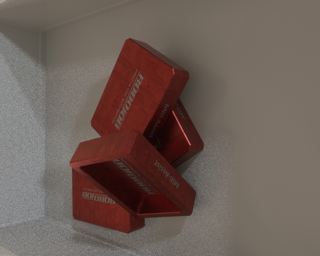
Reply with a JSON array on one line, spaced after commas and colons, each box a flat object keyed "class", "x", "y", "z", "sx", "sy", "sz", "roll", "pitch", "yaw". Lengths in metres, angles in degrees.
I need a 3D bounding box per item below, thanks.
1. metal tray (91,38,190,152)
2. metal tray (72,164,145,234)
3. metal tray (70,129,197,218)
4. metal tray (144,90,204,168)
[{"class": "metal tray", "x": -0.030, "y": -0.033, "z": 0.387, "sx": 0.090, "sy": 0.030, "sz": 0.129, "roll": 41, "pitch": 115, "yaw": 32}, {"class": "metal tray", "x": -0.082, "y": 0.100, "z": 0.468, "sx": 0.130, "sy": 0.030, "sz": 0.089, "roll": -2, "pitch": 89, "yaw": 39}, {"class": "metal tray", "x": -0.028, "y": 0.060, "z": 0.362, "sx": 0.090, "sy": 0.130, "sz": 0.030, "roll": -14, "pitch": 41, "yaw": 34}, {"class": "metal tray", "x": -0.010, "y": -0.007, "z": 0.410, "sx": 0.090, "sy": 0.030, "sz": 0.130, "roll": -39, "pitch": 66, "yaw": 32}]
